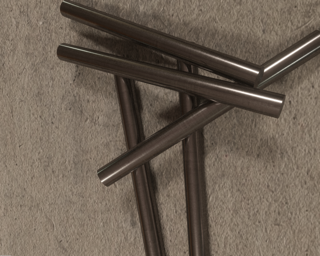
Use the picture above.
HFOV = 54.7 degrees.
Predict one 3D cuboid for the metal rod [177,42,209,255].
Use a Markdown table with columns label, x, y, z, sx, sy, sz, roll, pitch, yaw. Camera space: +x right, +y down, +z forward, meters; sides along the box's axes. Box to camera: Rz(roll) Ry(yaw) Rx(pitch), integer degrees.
| label | x | y | z | sx | sy | sz | roll | pitch | yaw |
| --- | --- | --- | --- | --- | --- | --- | --- | --- | --- |
| metal rod | 0.042 | 0.042 | 0.393 | 0.025 | 0.025 | 0.298 | -4 | 89 | 19 |

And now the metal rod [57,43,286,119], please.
| label | x | y | z | sx | sy | sz | roll | pitch | yaw |
| --- | --- | --- | --- | --- | --- | --- | --- | --- | --- |
| metal rod | -0.007 | -0.064 | 0.375 | 0.301 | 0.025 | 0.025 | 18 | 96 | 25 |

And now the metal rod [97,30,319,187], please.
| label | x | y | z | sx | sy | sz | roll | pitch | yaw |
| --- | --- | --- | --- | --- | --- | --- | --- | --- | --- |
| metal rod | 0.055 | -0.018 | 0.365 | 0.300 | 0.025 | 0.025 | -33 | 80 | 7 |

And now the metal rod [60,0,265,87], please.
| label | x | y | z | sx | sy | sz | roll | pitch | yaw |
| --- | --- | --- | --- | --- | --- | --- | --- | --- | --- |
| metal rod | -0.016 | -0.115 | 0.393 | 0.300 | 0.025 | 0.025 | 27 | 99 | 25 |

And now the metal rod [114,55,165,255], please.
| label | x | y | z | sx | sy | sz | roll | pitch | yaw |
| --- | --- | --- | --- | --- | --- | --- | --- | --- | --- |
| metal rod | -0.028 | 0.049 | 0.417 | 0.025 | 0.025 | 0.298 | -12 | 86 | 19 |
